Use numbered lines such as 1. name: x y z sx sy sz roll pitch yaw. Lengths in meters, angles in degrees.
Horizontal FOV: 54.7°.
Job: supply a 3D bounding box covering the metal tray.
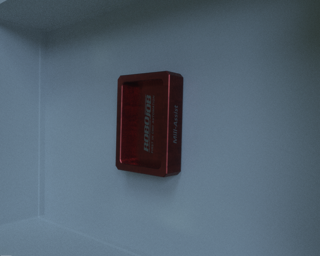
1. metal tray: -0.016 -0.006 0.411 0.090 0.030 0.129 2 91 39
